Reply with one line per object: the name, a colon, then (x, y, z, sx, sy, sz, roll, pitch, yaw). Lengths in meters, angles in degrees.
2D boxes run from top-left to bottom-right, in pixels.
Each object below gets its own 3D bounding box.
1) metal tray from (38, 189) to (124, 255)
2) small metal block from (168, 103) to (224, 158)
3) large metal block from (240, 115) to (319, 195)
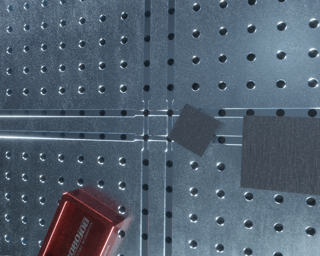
metal tray: (-0.120, 0.167, 0.452, 0.090, 0.030, 0.129, 27, 99, 18)
small metal block: (0.046, 0.003, 0.396, 0.050, 0.025, 0.050, 30, 100, 17)
large metal block: (0.136, 0.027, 0.351, 0.080, 0.050, 0.080, 2, 91, 20)
